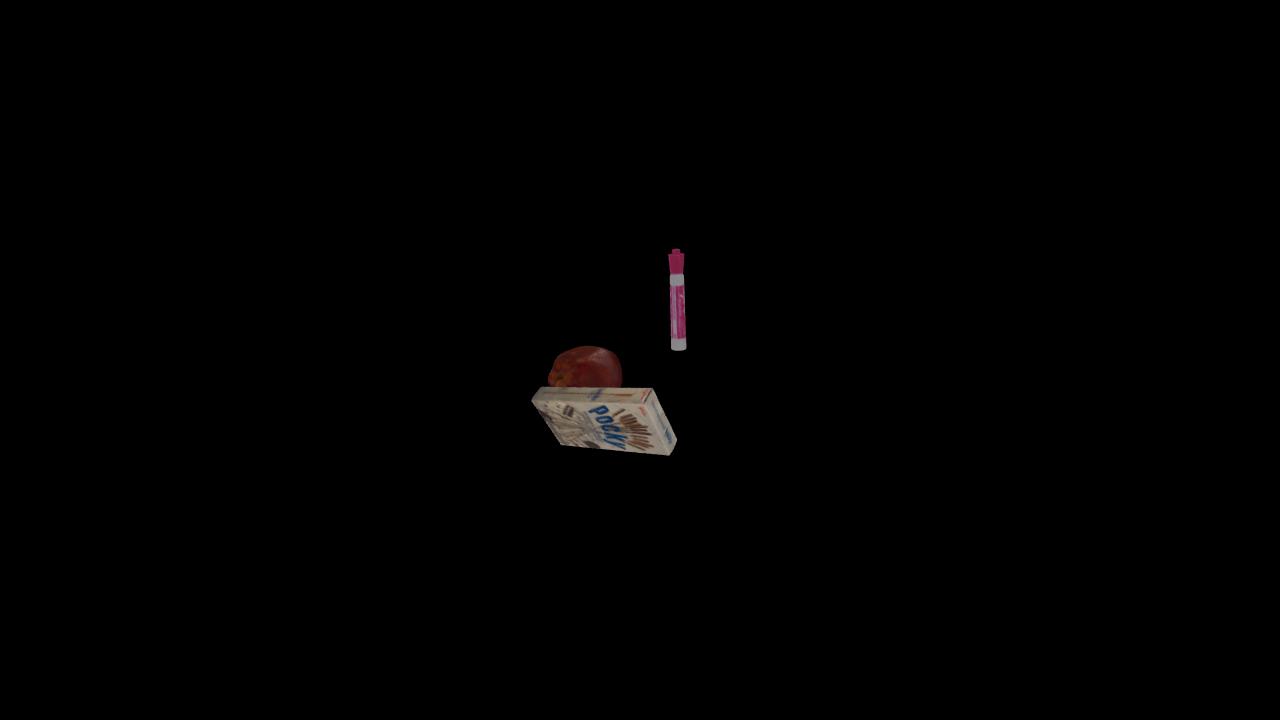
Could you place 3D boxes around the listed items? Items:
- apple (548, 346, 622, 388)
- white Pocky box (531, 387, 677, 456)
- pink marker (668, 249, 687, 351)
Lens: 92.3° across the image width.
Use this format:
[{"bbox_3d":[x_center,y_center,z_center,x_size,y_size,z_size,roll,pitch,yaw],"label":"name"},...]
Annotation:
[{"bbox_3d":[-0.065,0.021,0.737,0.079,0.079,0.093,0,0,32],"label":"apple"},{"bbox_3d":[-0.041,0.067,0.692,0.154,0.084,0.028,0,42,32],"label":"white Pocky box"},{"bbox_3d":[0.045,-0.071,0.732,0.020,0.121,0.020,-3,16,1],"label":"pink marker"}]
